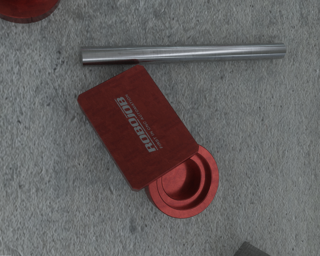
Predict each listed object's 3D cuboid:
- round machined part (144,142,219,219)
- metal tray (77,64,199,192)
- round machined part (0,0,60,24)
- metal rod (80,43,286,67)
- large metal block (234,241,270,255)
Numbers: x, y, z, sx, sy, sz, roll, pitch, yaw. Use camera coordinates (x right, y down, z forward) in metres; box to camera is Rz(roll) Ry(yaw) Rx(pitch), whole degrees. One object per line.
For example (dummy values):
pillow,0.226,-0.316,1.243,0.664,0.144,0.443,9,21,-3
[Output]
round machined part,0.025,0.066,0.410,0.099,0.042,0.097,0,90,-21
metal tray,-0.027,-0.002,0.371,0.090,0.030,0.130,-31,79,-15
round machined part,-0.158,-0.170,0.342,0.099,0.042,0.097,0,90,-21
metal rod,0.046,-0.103,0.426,0.303,0.025,0.025,-7,93,-20
large metal block,0.132,0.218,0.431,0.080,0.080,0.050,-44,104,-15
